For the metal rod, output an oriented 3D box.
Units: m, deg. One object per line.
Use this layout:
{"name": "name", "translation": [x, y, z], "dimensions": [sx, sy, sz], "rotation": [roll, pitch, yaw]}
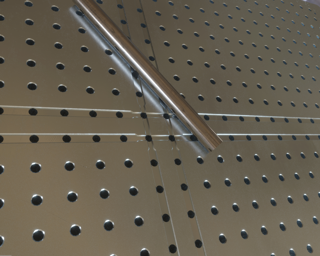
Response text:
{"name": "metal rod", "translation": [-0.021, -0.085, 0.447], "dimensions": [0.300, 0.025, 0.025], "rotation": [48, 51, 5]}
